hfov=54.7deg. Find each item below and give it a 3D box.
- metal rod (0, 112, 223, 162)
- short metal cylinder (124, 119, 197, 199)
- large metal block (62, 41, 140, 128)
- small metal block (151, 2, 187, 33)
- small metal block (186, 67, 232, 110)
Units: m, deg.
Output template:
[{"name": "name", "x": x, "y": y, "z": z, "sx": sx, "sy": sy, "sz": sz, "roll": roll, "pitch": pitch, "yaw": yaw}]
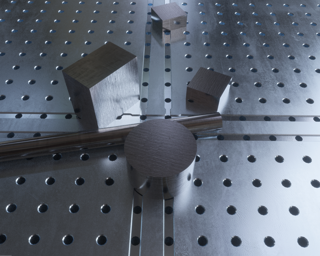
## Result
[{"name": "metal rod", "x": -0.069, "y": 0.012, "z": 0.396, "sx": 0.302, "sy": 0.025, "sz": 0.025, "roll": -8, "pitch": 51, "yaw": -7}, {"name": "short metal cylinder", "x": 0.001, "y": 0.036, "z": 0.361, "sx": 0.081, "sy": 0.050, "sz": 0.080, "roll": 0, "pitch": 50, "yaw": 0}, {"name": "large metal block", "x": -0.075, "y": -0.056, "z": 0.418, "sx": 0.050, "sy": 0.080, "sz": 0.080, "roll": 33, "pitch": 57, "yaw": 24}, {"name": "small metal block", "x": 0.017, "y": -0.209, "z": 0.584, "sx": 0.050, "sy": 0.025, "sz": 0.050, "roll": -20, "pitch": 53, "yaw": -16}, {"name": "small metal block", "x": 0.072, "y": -0.059, "z": 0.458, "sx": 0.050, "sy": 0.025, "sz": 0.050, "roll": 22, "pitch": 53, "yaw": 17}]
